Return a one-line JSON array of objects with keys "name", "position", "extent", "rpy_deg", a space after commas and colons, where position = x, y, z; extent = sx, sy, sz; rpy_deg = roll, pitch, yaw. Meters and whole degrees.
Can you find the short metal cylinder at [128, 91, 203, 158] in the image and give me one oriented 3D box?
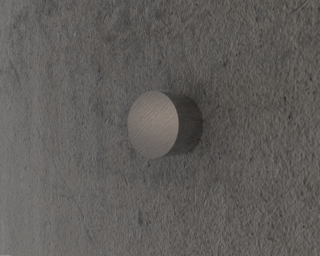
[{"name": "short metal cylinder", "position": [0.006, -0.004, 0.385], "extent": [0.080, 0.050, 0.080], "rpy_deg": [0, 90, 40]}]
